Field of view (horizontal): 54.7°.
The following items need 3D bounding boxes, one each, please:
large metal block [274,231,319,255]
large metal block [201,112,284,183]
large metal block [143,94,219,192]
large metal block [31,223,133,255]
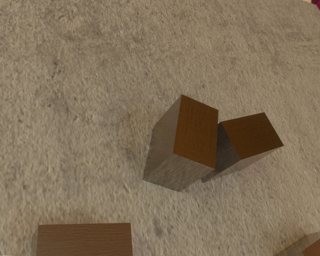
[{"bbox_3d":[0.203,0.182,0.388,0.081,0.050,0.080,-12,68,-33],"label":"large metal block"},{"bbox_3d":[0.097,0.026,0.407,0.081,0.080,0.050,-12,68,-33],"label":"large metal block"},{"bbox_3d":[0.025,0.021,0.371,0.050,0.080,0.080,22,54,-16],"label":"large metal block"},{"bbox_3d":[-0.070,0.130,0.272,0.081,0.050,0.080,7,59,-25],"label":"large metal block"}]
